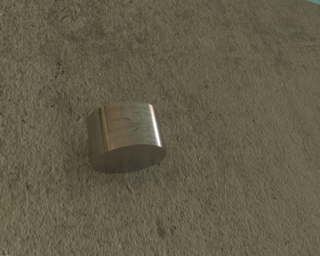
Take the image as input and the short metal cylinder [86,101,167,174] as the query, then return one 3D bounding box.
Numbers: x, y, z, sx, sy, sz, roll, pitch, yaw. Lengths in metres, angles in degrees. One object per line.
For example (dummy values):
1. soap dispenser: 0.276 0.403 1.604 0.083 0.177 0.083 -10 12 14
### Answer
1. short metal cylinder: -0.037 0.012 0.341 0.081 0.080 0.050 1 61 -28
